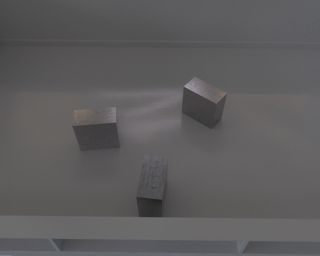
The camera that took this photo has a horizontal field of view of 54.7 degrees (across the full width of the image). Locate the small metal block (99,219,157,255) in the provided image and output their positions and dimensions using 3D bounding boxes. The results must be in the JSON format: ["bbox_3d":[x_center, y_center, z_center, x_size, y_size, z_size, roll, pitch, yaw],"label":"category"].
[{"bbox_3d":[-0.028,0.110,0.296,0.050,0.050,0.025,1,50,0],"label":"small metal block"}]

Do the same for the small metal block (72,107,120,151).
[{"bbox_3d":[-0.078,0.002,0.386,0.050,0.050,0.025,-5,50,-4],"label":"small metal block"}]

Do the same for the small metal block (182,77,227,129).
[{"bbox_3d":[0.058,-0.033,0.417,0.050,0.050,0.025,32,57,24],"label":"small metal block"}]

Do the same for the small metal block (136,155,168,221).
[{"bbox_3d":[-0.007,0.065,0.334,0.025,0.050,0.050,5,50,5],"label":"small metal block"}]

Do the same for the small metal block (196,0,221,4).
[{"bbox_3d":[0.103,-0.286,0.649,0.050,0.025,0.050,5,50,4],"label":"small metal block"}]
